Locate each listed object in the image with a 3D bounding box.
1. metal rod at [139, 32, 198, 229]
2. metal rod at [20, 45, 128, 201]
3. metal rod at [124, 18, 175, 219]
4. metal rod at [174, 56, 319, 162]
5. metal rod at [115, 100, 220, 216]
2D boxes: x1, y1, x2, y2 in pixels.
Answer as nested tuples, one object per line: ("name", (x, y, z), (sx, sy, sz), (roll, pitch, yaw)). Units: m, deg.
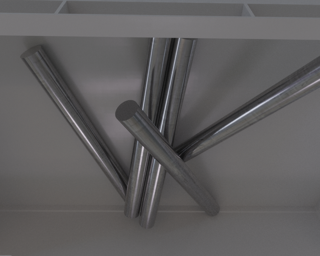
("metal rod", (0.004, 0.026, 0.407), (0.025, 0.025, 0.298), (7, 123, -6))
("metal rod", (-0.090, 0.024, 0.428), (0.025, 0.025, 0.299), (-16, 129, 13))
("metal rod", (-0.020, 0.012, 0.401), (0.025, 0.025, 0.298), (7, 125, -6))
("metal rod", (0.089, -0.009, 0.352), (0.025, 0.025, 0.299), (29, 140, -22))
("metal rod", (0.028, 0.060, 0.416), (0.025, 0.025, 0.300), (-20, 141, 16))
